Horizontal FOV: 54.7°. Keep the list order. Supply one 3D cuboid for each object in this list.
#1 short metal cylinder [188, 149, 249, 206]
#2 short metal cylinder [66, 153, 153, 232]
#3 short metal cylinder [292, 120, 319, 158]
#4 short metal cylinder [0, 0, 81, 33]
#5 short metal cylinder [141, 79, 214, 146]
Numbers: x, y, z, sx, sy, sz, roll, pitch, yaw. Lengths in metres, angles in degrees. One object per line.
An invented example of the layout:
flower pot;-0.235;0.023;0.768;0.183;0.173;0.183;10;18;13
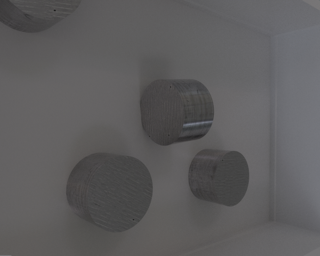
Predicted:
short metal cylinder;0.089;0.073;0.465;0.081;0.050;0.080;0;90;-40
short metal cylinder;-0.055;0.069;0.344;0.081;0.050;0.080;0;90;-40
short metal cylinder;0.328;0.022;0.667;0.081;0.050;0.080;0;90;-40
short metal cylinder;-0.120;-0.135;0.289;0.081;0.050;0.080;0;90;-40
short metal cylinder;0.020;-0.021;0.387;0.050;0.080;0.079;-8;95;-40
